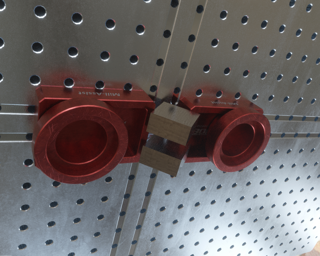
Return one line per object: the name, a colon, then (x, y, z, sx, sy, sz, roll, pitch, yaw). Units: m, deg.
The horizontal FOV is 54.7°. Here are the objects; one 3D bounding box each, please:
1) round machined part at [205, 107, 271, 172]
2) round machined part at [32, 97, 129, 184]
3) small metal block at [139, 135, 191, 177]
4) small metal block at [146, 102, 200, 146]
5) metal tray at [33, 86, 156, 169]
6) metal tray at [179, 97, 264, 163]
round machined part: (0.108, 0.013, 0.450, 0.099, 0.042, 0.097, -14, 124, -21)
round machined part: (-0.088, 0.010, 0.342, 0.099, 0.042, 0.097, -14, 124, -21)
small metal block: (0.007, 0.032, 0.400, 0.050, 0.050, 0.025, 20, 115, 11)
small metal block: (0.017, -0.007, 0.382, 0.050, 0.050, 0.025, 20, 115, 11)
metal tray: (-0.078, 0.000, 0.367, 0.131, 0.030, 0.089, -1, 121, -28)
metal tray: (0.081, 0.004, 0.455, 0.131, 0.030, 0.089, 0, 118, -29)
